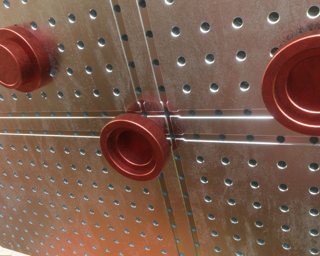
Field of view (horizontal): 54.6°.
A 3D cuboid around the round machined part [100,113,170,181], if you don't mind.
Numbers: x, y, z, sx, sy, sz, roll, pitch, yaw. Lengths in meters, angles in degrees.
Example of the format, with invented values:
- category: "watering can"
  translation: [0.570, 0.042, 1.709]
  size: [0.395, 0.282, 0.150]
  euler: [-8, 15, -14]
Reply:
- category: "round machined part"
  translation: [-0.031, 0.022, 0.431]
  size: [0.098, 0.042, 0.097]
  euler: [13, 124, 21]

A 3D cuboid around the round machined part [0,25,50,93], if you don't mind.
- category: "round machined part"
  translation: [-0.215, -0.096, 0.455]
  size: [0.098, 0.042, 0.097]
  euler: [13, 124, 21]

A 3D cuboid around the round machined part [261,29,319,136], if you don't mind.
- category: "round machined part"
  translation: [0.150, -0.044, 0.294]
  size: [0.098, 0.042, 0.097]
  euler: [13, 124, 21]
